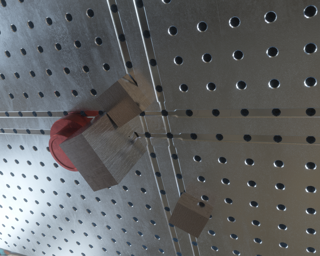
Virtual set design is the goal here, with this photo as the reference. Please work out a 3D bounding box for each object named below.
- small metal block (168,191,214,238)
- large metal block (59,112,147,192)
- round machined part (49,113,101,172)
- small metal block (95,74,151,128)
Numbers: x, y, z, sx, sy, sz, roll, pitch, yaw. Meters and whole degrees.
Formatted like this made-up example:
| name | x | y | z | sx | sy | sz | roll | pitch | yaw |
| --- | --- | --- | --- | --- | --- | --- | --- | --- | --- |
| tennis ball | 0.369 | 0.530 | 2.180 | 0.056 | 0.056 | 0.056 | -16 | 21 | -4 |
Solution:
| name | x | y | z | sx | sy | sz | roll | pitch | yaw |
| --- | --- | --- | --- | --- | --- | --- | --- | --- | --- |
| small metal block | 0.046 | 0.131 | 0.467 | 0.050 | 0.025 | 0.050 | 26 | 128 | 11 |
| large metal block | -0.076 | 0.028 | 0.431 | 0.050 | 0.080 | 0.080 | -23 | 106 | 36 |
| round machined part | -0.134 | 0.029 | 0.487 | 0.098 | 0.042 | 0.097 | 13 | 124 | 20 |
| small metal block | -0.049 | -0.035 | 0.414 | 0.050 | 0.025 | 0.050 | -32 | 101 | 38 |
